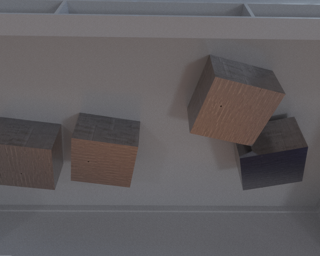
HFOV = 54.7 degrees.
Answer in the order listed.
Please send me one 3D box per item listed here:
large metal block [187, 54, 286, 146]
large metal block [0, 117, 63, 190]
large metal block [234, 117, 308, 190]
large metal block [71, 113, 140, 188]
[{"bbox_3d":[0.085,-0.031,0.367,0.081,0.050,0.079,12,129,-10],"label":"large metal block"},{"bbox_3d":[-0.180,0.036,0.421,0.081,0.050,0.079,7,130,-6],"label":"large metal block"},{"bbox_3d":[0.145,0.037,0.418,0.080,0.050,0.080,-11,137,9],"label":"large metal block"},{"bbox_3d":[-0.074,0.031,0.418,0.081,0.050,0.079,8,130,-7],"label":"large metal block"}]
